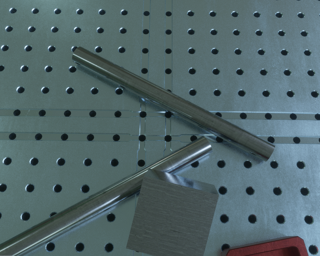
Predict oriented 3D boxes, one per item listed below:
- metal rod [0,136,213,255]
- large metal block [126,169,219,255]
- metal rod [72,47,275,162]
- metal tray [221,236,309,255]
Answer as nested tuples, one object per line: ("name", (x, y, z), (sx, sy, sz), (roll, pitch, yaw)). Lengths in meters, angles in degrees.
("metal rod", (-0.071, 0.089, 0.378), (0.302, 0.025, 0.025), (-27, 73, -10))
("large metal block", (0.014, 0.098, 0.349), (0.080, 0.050, 0.080), (14, 92, 4))
("metal rod", (0.012, -0.037, 0.425), (0.301, 0.025, 0.025), (28, 72, 9))
("metal tray", (0.128, 0.194, 0.339), (0.091, 0.030, 0.129), (-9, 70, -4))
